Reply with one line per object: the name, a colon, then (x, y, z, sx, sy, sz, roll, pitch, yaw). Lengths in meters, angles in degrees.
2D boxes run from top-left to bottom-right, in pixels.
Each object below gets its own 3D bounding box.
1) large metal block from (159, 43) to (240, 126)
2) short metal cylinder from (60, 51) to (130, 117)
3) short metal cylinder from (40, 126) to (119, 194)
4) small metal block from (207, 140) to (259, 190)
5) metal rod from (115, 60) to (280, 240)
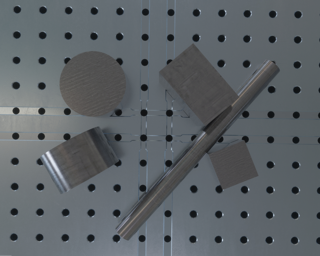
large metal block: (0.044, -0.049, 0.386, 0.050, 0.080, 0.080, -40, 90, 0)
short metal cylinder: (-0.081, -0.054, 0.400, 0.081, 0.050, 0.079, 0, 90, 0)
short metal cylinder: (-0.099, 0.039, 0.385, 0.080, 0.080, 0.050, -29, 90, 0)
small metal block: (0.096, 0.048, 0.414, 0.050, 0.025, 0.050, -22, 90, 0)
metal rod: (0.050, 0.029, 0.413, 0.025, 0.025, 0.300, 42, 90, 0)
